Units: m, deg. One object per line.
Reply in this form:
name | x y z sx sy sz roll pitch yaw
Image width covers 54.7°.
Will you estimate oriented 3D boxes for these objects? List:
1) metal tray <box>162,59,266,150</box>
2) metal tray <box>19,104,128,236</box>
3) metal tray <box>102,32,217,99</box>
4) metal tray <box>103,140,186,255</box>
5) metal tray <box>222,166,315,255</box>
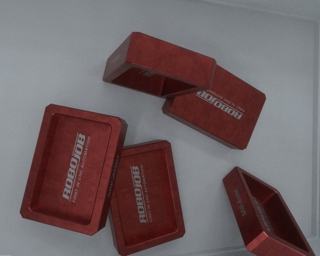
metal tray | 0.079 -0.035 0.438 0.131 0.030 0.090 27 81 -19
metal tray | -0.096 0.045 0.352 0.090 0.030 0.129 12 86 8
metal tray | -0.008 -0.064 0.353 0.091 0.130 0.030 14 86 -20
metal tray | -0.023 0.086 0.400 0.091 0.030 0.129 -11 94 -20
metal tray | 0.139 0.116 0.410 0.090 0.130 0.030 30 113 -18
